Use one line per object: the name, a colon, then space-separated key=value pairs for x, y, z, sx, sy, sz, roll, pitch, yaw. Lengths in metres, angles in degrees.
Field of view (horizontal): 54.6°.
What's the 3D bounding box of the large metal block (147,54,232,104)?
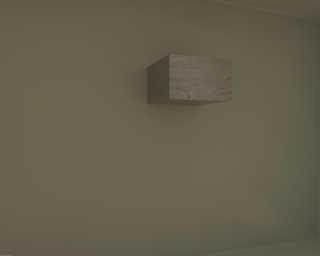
large metal block: x=0.035 y=-0.057 z=0.394 sx=0.081 sy=0.080 sz=0.050 roll=-1 pitch=90 yaw=-20
